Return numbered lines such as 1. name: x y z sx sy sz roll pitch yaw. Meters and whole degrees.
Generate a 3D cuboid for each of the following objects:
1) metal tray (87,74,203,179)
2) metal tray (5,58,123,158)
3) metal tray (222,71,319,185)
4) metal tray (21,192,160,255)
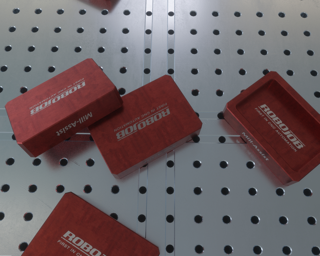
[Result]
1. metal tray: -0.022 -0.003 0.410 0.131 0.030 0.090 -28 73 -10
2. metal tray: -0.125 -0.031 0.400 0.131 0.030 0.090 -32 49 -11
3. metal tray: 0.159 -0.002 0.410 0.090 0.030 0.130 -36 74 -12
4. metal tray: -0.077 0.145 0.356 0.130 0.030 0.090 29 73 10
